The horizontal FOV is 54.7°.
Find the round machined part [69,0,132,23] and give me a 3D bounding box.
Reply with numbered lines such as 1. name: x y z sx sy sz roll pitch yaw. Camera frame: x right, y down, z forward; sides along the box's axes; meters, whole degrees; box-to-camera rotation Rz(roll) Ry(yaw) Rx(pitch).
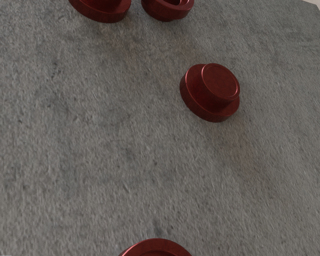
1. round machined part: -0.090 -0.213 0.475 0.099 0.042 0.098 14 56 -21

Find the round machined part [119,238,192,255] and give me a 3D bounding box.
1. round machined part: -0.008 0.159 0.293 0.099 0.042 0.098 14 56 -21

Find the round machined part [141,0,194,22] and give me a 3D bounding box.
1. round machined part: 0.006 -0.223 0.534 0.099 0.042 0.098 14 56 -21

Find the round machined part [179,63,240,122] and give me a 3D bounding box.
1. round machined part: 0.083 -0.061 0.477 0.099 0.042 0.098 14 56 -21
